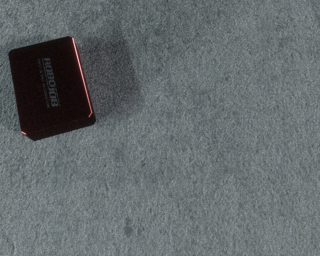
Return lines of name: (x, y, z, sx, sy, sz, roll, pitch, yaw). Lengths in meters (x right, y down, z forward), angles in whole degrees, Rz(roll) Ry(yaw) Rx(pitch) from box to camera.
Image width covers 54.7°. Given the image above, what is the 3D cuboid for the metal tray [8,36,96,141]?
metal tray: (-0.148, -0.056, 0.424, 0.091, 0.030, 0.130, -16, 71, -6)
